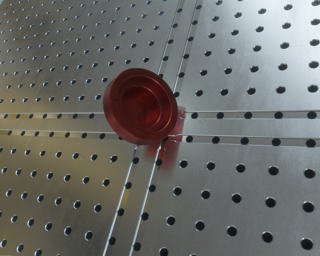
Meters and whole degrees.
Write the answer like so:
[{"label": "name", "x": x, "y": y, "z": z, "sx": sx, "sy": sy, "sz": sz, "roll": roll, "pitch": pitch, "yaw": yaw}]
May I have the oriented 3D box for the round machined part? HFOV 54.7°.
[{"label": "round machined part", "x": -0.028, "y": -0.025, "z": 0.401, "sx": 0.042, "sy": 0.099, "sz": 0.098, "roll": -27, "pitch": 44, "yaw": 52}]
